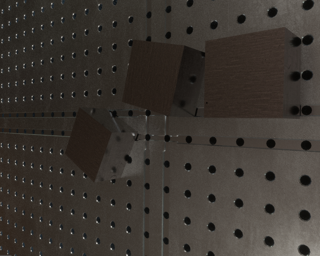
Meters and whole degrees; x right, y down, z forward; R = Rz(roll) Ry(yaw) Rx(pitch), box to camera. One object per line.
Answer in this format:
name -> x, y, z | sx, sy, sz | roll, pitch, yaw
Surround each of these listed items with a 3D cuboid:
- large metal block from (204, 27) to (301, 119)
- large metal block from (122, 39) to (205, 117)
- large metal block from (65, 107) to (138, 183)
large metal block -> 0.093, -0.050, 0.315 | 0.080, 0.050, 0.079 | 2, 91, 39
large metal block -> 0.005, -0.062, 0.387 | 0.080, 0.050, 0.079 | 19, 102, 38
large metal block -> -0.089, 0.023, 0.464 | 0.080, 0.050, 0.079 | 34, 111, 34
